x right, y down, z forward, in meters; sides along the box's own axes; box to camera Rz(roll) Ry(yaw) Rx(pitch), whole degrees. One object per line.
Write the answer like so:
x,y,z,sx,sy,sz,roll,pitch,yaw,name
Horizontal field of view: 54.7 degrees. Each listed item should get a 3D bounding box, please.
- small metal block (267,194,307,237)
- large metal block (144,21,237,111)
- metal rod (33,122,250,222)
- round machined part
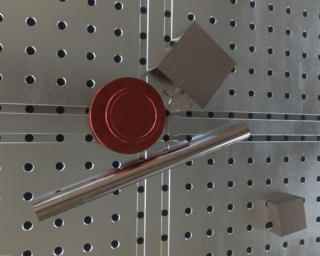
0.200,0.137,0.489,0.050,0.025,0.050,-9,93,-20,small metal block
0.041,-0.080,0.415,0.080,0.050,0.080,40,77,-16,large metal block
-0.009,0.050,0.410,0.302,0.025,0.025,-19,97,-19,metal rod
-0.038,-0.016,0.390,0.099,0.042,0.097,0,90,-21,round machined part
